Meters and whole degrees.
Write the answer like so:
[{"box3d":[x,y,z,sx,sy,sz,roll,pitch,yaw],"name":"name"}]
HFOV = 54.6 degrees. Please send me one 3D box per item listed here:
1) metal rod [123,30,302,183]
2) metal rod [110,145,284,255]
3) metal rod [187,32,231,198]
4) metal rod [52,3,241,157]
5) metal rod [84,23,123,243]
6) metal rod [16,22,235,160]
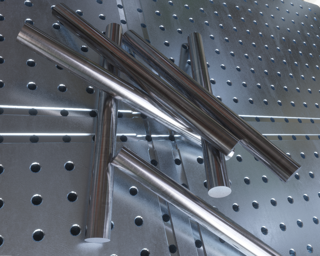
[{"box3d":[0.047,-0.044,0.398,0.025,0.025,0.300,-23,55,-36],"name":"metal rod"},{"box3d":[0.073,0.115,0.362,0.301,0.025,0.025,36,51,-10],"name":"metal rod"},{"box3d":[0.062,-0.043,0.434,0.025,0.025,0.300,17,45,-19],"name":"metal rod"},{"box3d":[-0.028,-0.070,0.388,0.300,0.025,0.025,40,50,16],"name":"metal rod"},{"box3d":[-0.065,-0.018,0.383,0.025,0.025,0.300,12,57,-22],"name":"metal rod"},{"box3d":[-0.026,-0.035,0.387,0.301,0.025,0.025,29,52,-20],"name":"metal rod"}]
